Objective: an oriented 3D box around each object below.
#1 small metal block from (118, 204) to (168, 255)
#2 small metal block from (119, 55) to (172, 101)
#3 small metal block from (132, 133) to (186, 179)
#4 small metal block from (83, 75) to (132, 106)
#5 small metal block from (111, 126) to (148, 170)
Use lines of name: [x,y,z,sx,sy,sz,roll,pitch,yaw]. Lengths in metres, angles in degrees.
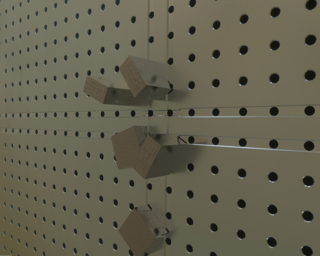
small metal block: [-0.025,0.144,0.431,0.050,0.025,0.050,47,118,29]
small metal block: [-0.019,-0.065,0.410,0.025,0.050,0.050,-43,64,32]
small metal block: [-0.001,0.035,0.395,0.025,0.050,0.050,40,114,33]
small metal block: [-0.076,-0.055,0.457,0.050,0.050,0.025,31,109,36]
small metal block: [-0.040,0.028,0.444,0.050,0.025,0.050,-24,75,37]
